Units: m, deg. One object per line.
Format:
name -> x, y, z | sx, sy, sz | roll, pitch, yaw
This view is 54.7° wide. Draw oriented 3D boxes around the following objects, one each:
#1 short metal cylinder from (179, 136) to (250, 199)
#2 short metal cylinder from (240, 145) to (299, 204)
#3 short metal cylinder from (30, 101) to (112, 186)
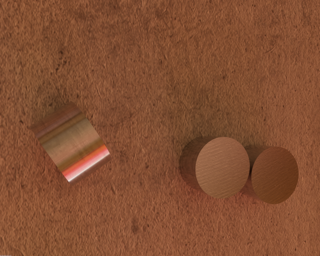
short metal cylinder -> 0.074, 0.051, 0.423 | 0.081, 0.050, 0.080 | 0, 90, -20
short metal cylinder -> 0.152, 0.065, 0.451 | 0.081, 0.050, 0.080 | 0, 90, -20
short metal cylinder -> -0.098, 0.017, 0.344 | 0.050, 0.080, 0.080 | -35, 102, -17
